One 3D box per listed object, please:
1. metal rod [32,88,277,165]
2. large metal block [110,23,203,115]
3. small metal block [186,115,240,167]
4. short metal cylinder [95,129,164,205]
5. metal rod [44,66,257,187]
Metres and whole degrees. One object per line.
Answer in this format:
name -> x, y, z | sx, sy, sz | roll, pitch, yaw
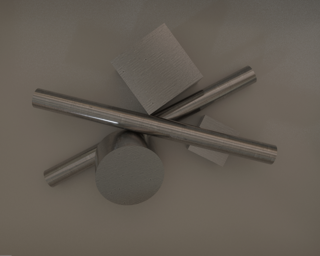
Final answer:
metal rod -> -0.006, -0.002, 0.385 | 0.302, 0.025, 0.025 | 14, 90, -1
large metal block -> -0.004, -0.071, 0.397 | 0.080, 0.050, 0.080 | -36, 90, 0
small metal block -> 0.069, 0.016, 0.409 | 0.050, 0.025, 0.050 | 27, 90, -1
short metal cylinder -> -0.039, 0.047, 0.383 | 0.081, 0.050, 0.079 | -5, 112, -11
metal rod -> -0.012, -0.002, 0.409 | 0.301, 0.025, 0.025 | -27, 90, -1
